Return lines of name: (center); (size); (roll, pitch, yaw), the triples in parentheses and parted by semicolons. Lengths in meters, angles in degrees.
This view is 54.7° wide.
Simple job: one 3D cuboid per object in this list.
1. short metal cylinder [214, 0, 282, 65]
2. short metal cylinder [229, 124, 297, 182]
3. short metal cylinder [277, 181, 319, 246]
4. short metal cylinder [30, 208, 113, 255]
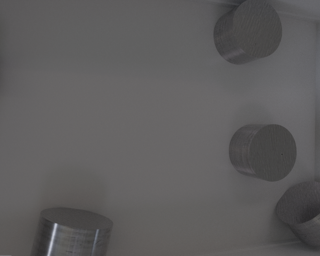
short metal cylinder: (0.125, -0.135, 0.443); (0.081, 0.050, 0.080); (0, 90, -20)
short metal cylinder: (0.149, 0.034, 0.452); (0.081, 0.050, 0.080); (0, 90, -20)
short metal cylinder: (0.226, 0.127, 0.465); (0.080, 0.080, 0.050); (-46, 105, -14)
short metal cylinder: (-0.097, 0.125, 0.346); (0.081, 0.080, 0.050); (14, 86, -20)
